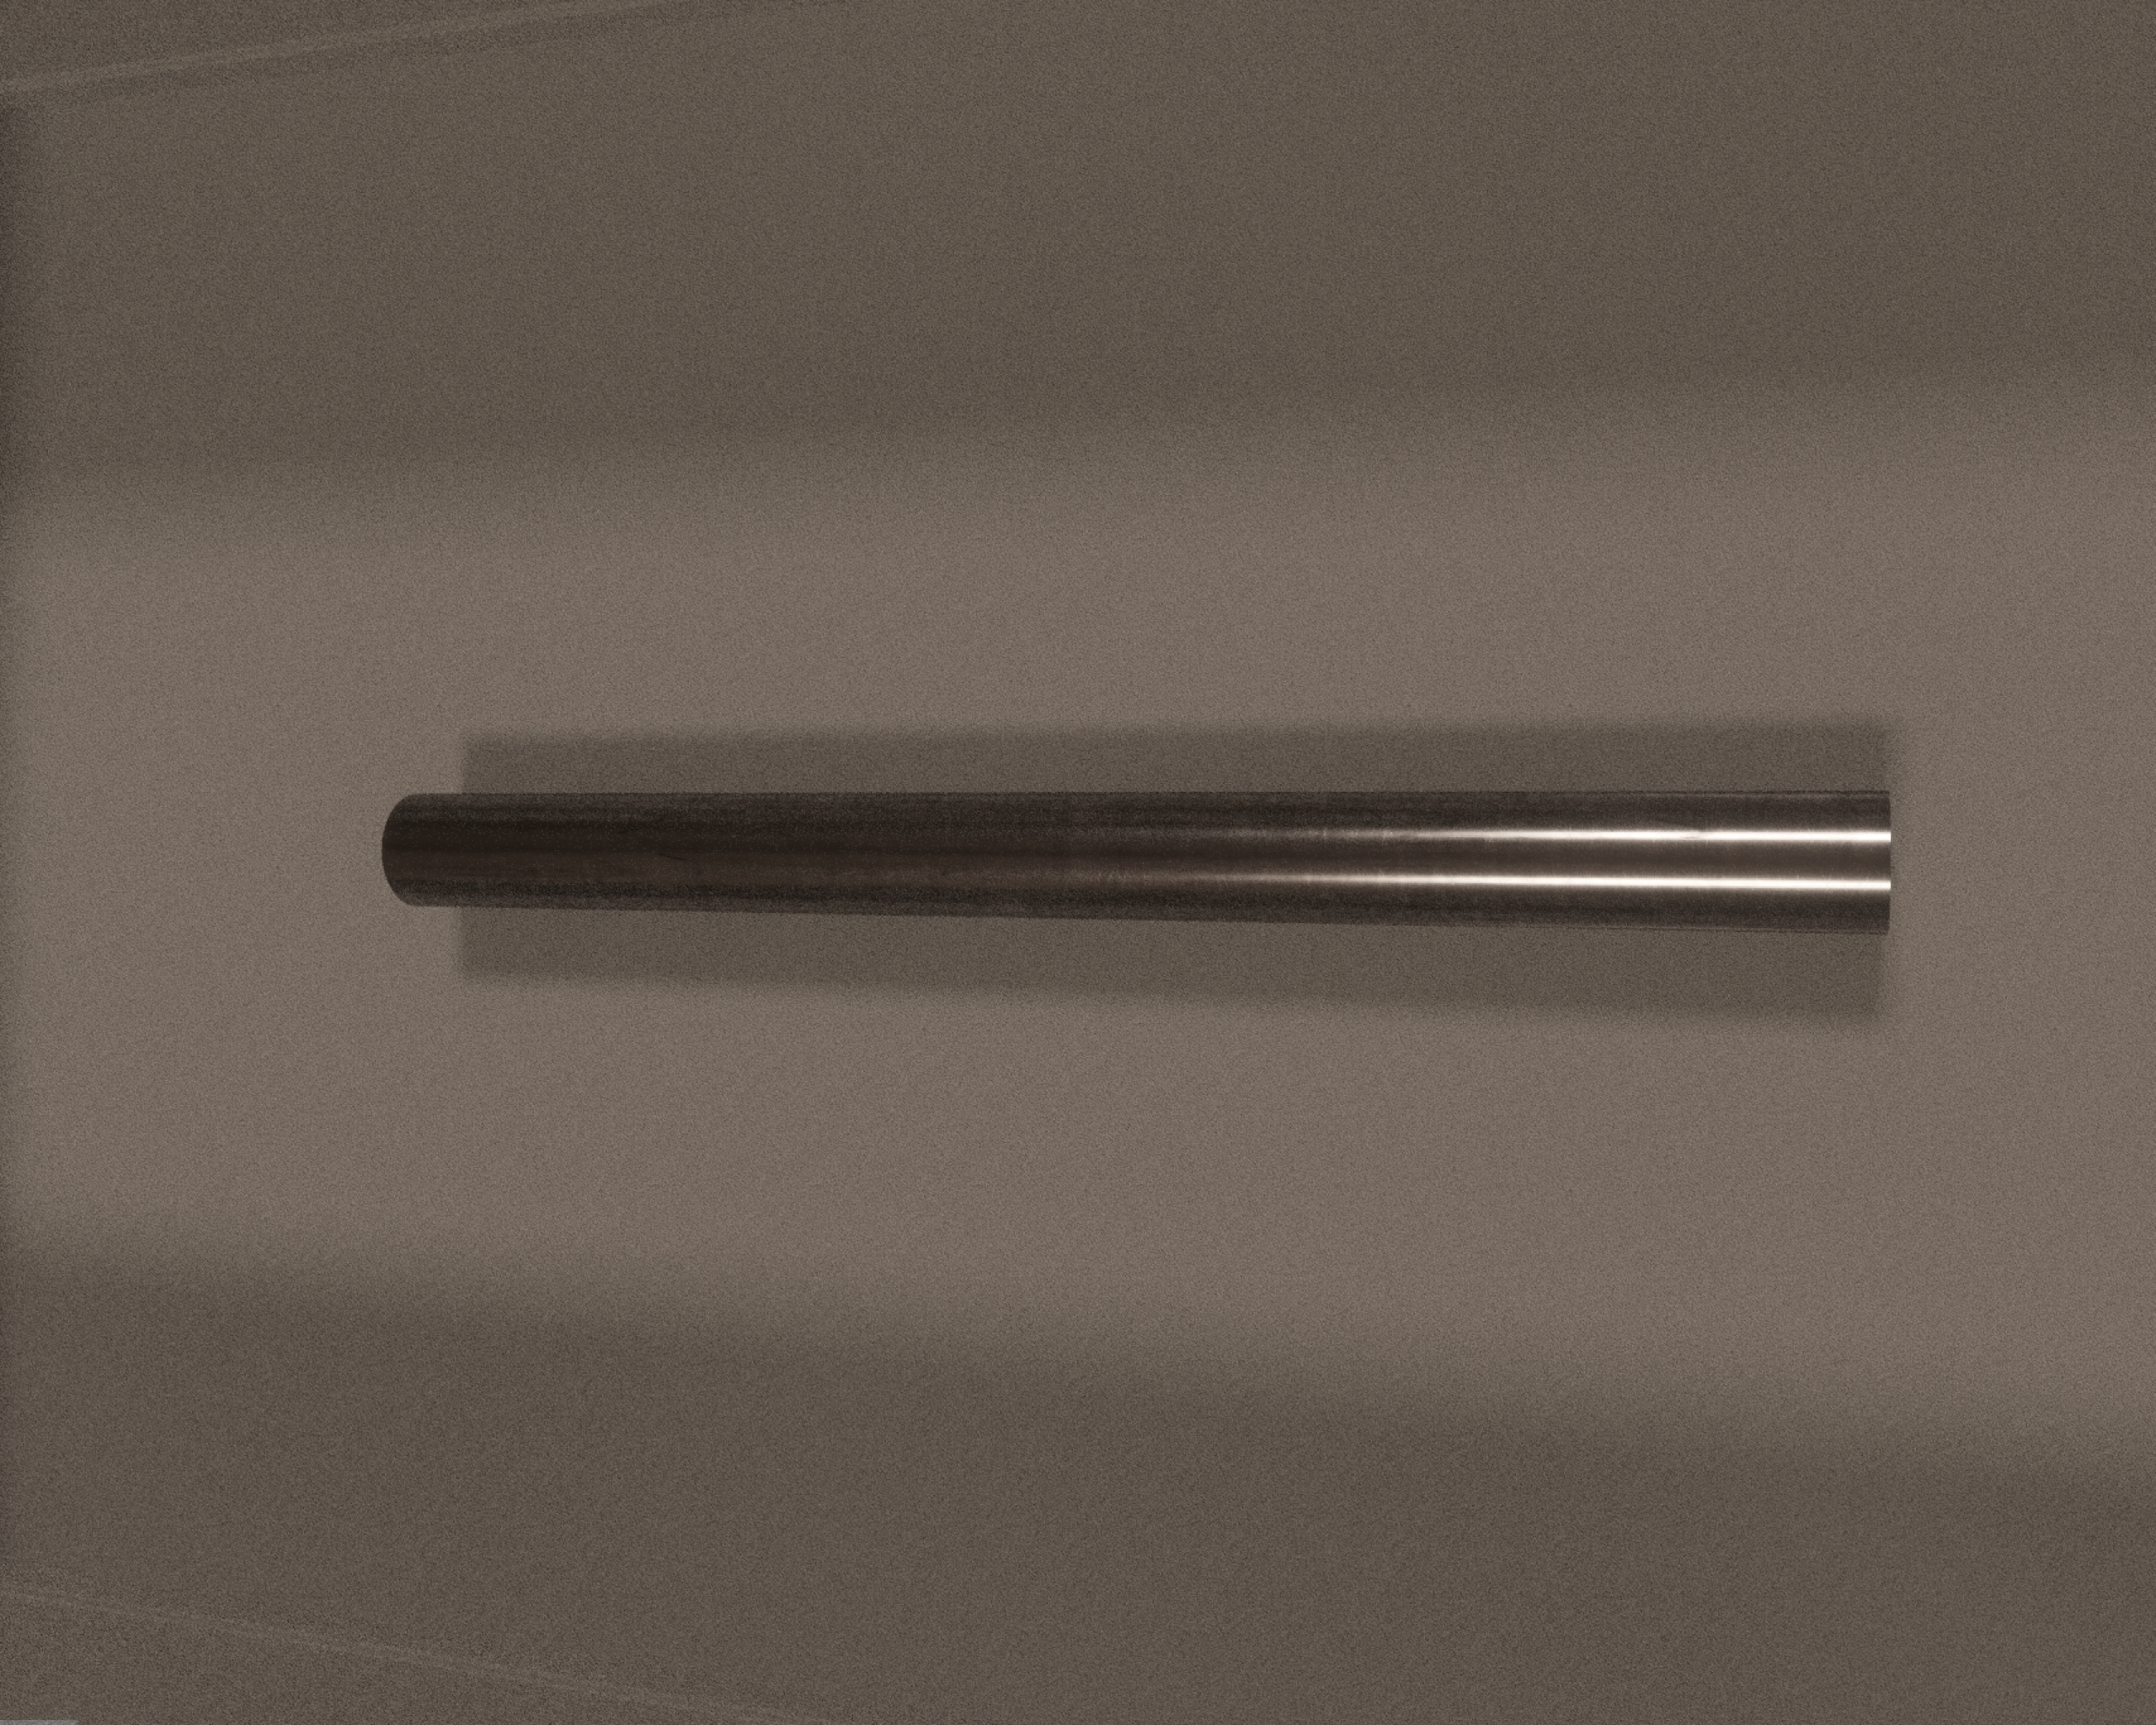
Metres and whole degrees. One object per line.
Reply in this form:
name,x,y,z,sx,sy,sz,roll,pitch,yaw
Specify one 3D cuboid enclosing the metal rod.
metal rod,-0.003,-0.001,0.408,0.301,0.025,0.025,1,90,19
